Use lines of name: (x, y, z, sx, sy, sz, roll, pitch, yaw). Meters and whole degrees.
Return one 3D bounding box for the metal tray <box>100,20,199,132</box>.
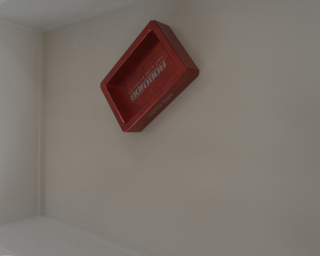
metal tray: (-0.020, -0.065, 0.417, 0.129, 0.030, 0.090, -43, 64, 31)
